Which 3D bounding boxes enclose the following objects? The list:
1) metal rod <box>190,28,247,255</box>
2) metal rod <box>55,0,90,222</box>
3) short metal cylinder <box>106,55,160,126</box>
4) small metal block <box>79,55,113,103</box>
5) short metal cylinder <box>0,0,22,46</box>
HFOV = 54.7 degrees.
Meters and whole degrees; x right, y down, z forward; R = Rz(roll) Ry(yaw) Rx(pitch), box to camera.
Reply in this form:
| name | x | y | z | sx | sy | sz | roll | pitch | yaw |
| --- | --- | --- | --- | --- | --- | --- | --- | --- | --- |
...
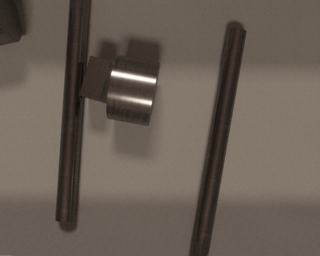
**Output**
| name | x | y | z | sx | sy | sz | roll | pitch | yaw |
| --- | --- | --- | --- | --- | --- | --- | --- | --- | --- |
| metal rod | 0.077 | 0.018 | 0.412 | 0.025 | 0.025 | 0.298 | 10 | 90 | -1 |
| metal rod | -0.116 | -0.028 | 0.409 | 0.025 | 0.025 | 0.298 | 4 | 90 | -1 |
| short metal cylinder | -0.032 | -0.046 | 0.384 | 0.050 | 0.080 | 0.080 | 11 | 90 | 0 |
| small metal block | -0.079 | -0.060 | 0.398 | 0.025 | 0.050 | 0.050 | 16 | 90 | 0 |
| short metal cylinder | -0.215 | -0.141 | 0.381 | 0.050 | 0.080 | 0.080 | -13 | 90 | 0 |
